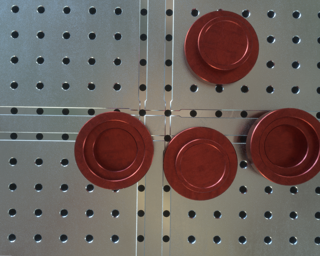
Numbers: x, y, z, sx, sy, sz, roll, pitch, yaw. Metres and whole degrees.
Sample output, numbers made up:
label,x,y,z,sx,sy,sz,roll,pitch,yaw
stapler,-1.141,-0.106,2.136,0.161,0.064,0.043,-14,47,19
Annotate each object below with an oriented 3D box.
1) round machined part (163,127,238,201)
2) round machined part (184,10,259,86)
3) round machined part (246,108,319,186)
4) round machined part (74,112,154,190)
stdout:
label,x,y,z,sx,sy,sz,roll,pitch,yaw
round machined part,0.053,0.047,0.406,0.099,0.042,0.097,0,90,-1
round machined part,0.082,-0.106,0.406,0.099,0.042,0.097,0,90,-1
round machined part,0.162,0.023,0.407,0.099,0.042,0.097,0,90,-1
round machined part,-0.057,0.028,0.404,0.099,0.042,0.097,0,90,-1
